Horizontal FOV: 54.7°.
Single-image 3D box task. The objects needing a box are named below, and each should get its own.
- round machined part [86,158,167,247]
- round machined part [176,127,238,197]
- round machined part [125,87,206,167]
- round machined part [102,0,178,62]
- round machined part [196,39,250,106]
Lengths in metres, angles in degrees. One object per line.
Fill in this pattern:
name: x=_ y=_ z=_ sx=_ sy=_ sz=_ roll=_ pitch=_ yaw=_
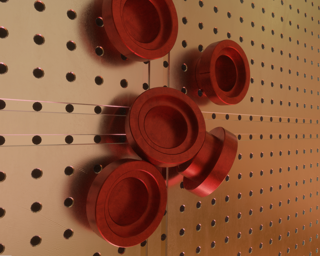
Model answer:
round machined part: x=-0.042 y=0.084 z=0.364 sx=0.099 sy=0.042 sz=0.097 roll=-2 pitch=93 yaw=-40
round machined part: x=0.057 y=0.040 z=0.419 sx=0.042 sy=0.098 sz=0.098 roll=30 pitch=69 yaw=-10
round machined part: x=0.004 y=0.001 z=0.387 sx=0.099 sy=0.042 sz=0.098 roll=7 pitch=69 yaw=-19
round machined part: x=-0.028 y=-0.129 z=0.376 sx=0.099 sy=0.042 sz=0.097 roll=0 pitch=90 yaw=-40
round machined part: x=0.093 y=-0.083 z=0.479 sx=0.099 sy=0.042 sz=0.097 roll=0 pitch=90 yaw=-40
